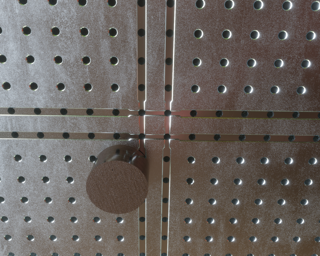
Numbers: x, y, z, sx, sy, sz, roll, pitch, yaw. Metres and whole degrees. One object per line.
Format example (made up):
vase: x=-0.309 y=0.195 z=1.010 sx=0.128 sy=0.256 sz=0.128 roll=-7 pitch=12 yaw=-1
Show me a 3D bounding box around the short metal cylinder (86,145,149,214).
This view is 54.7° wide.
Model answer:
short metal cylinder: x=-0.056 y=0.069 z=0.425 sx=0.081 sy=0.050 sz=0.079 roll=0 pitch=110 yaw=0
